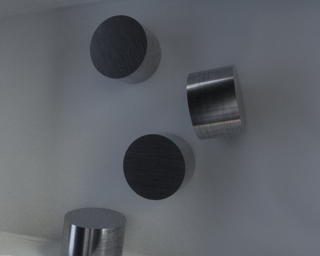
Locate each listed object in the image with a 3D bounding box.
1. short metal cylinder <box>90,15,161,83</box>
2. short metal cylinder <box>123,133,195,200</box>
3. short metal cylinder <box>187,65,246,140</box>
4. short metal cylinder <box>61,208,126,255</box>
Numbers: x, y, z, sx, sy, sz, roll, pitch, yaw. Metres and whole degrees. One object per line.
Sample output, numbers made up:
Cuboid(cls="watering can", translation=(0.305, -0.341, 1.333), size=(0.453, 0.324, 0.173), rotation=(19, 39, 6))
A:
Cuboid(cls="short metal cylinder", translation=(-0.045, -0.102, 0.413), size=(0.080, 0.050, 0.080), rotation=(0, 90, 20))
Cuboid(cls="short metal cylinder", translation=(0.000, 0.047, 0.397), size=(0.080, 0.050, 0.080), rotation=(0, 90, 20))
Cuboid(cls="short metal cylinder", translation=(0.067, -0.029, 0.358), size=(0.050, 0.080, 0.080), rotation=(-9, 87, 20))
Cuboid(cls="short metal cylinder", translation=(-0.088, 0.143, 0.412), size=(0.080, 0.080, 0.050), rotation=(7, 93, 20))
